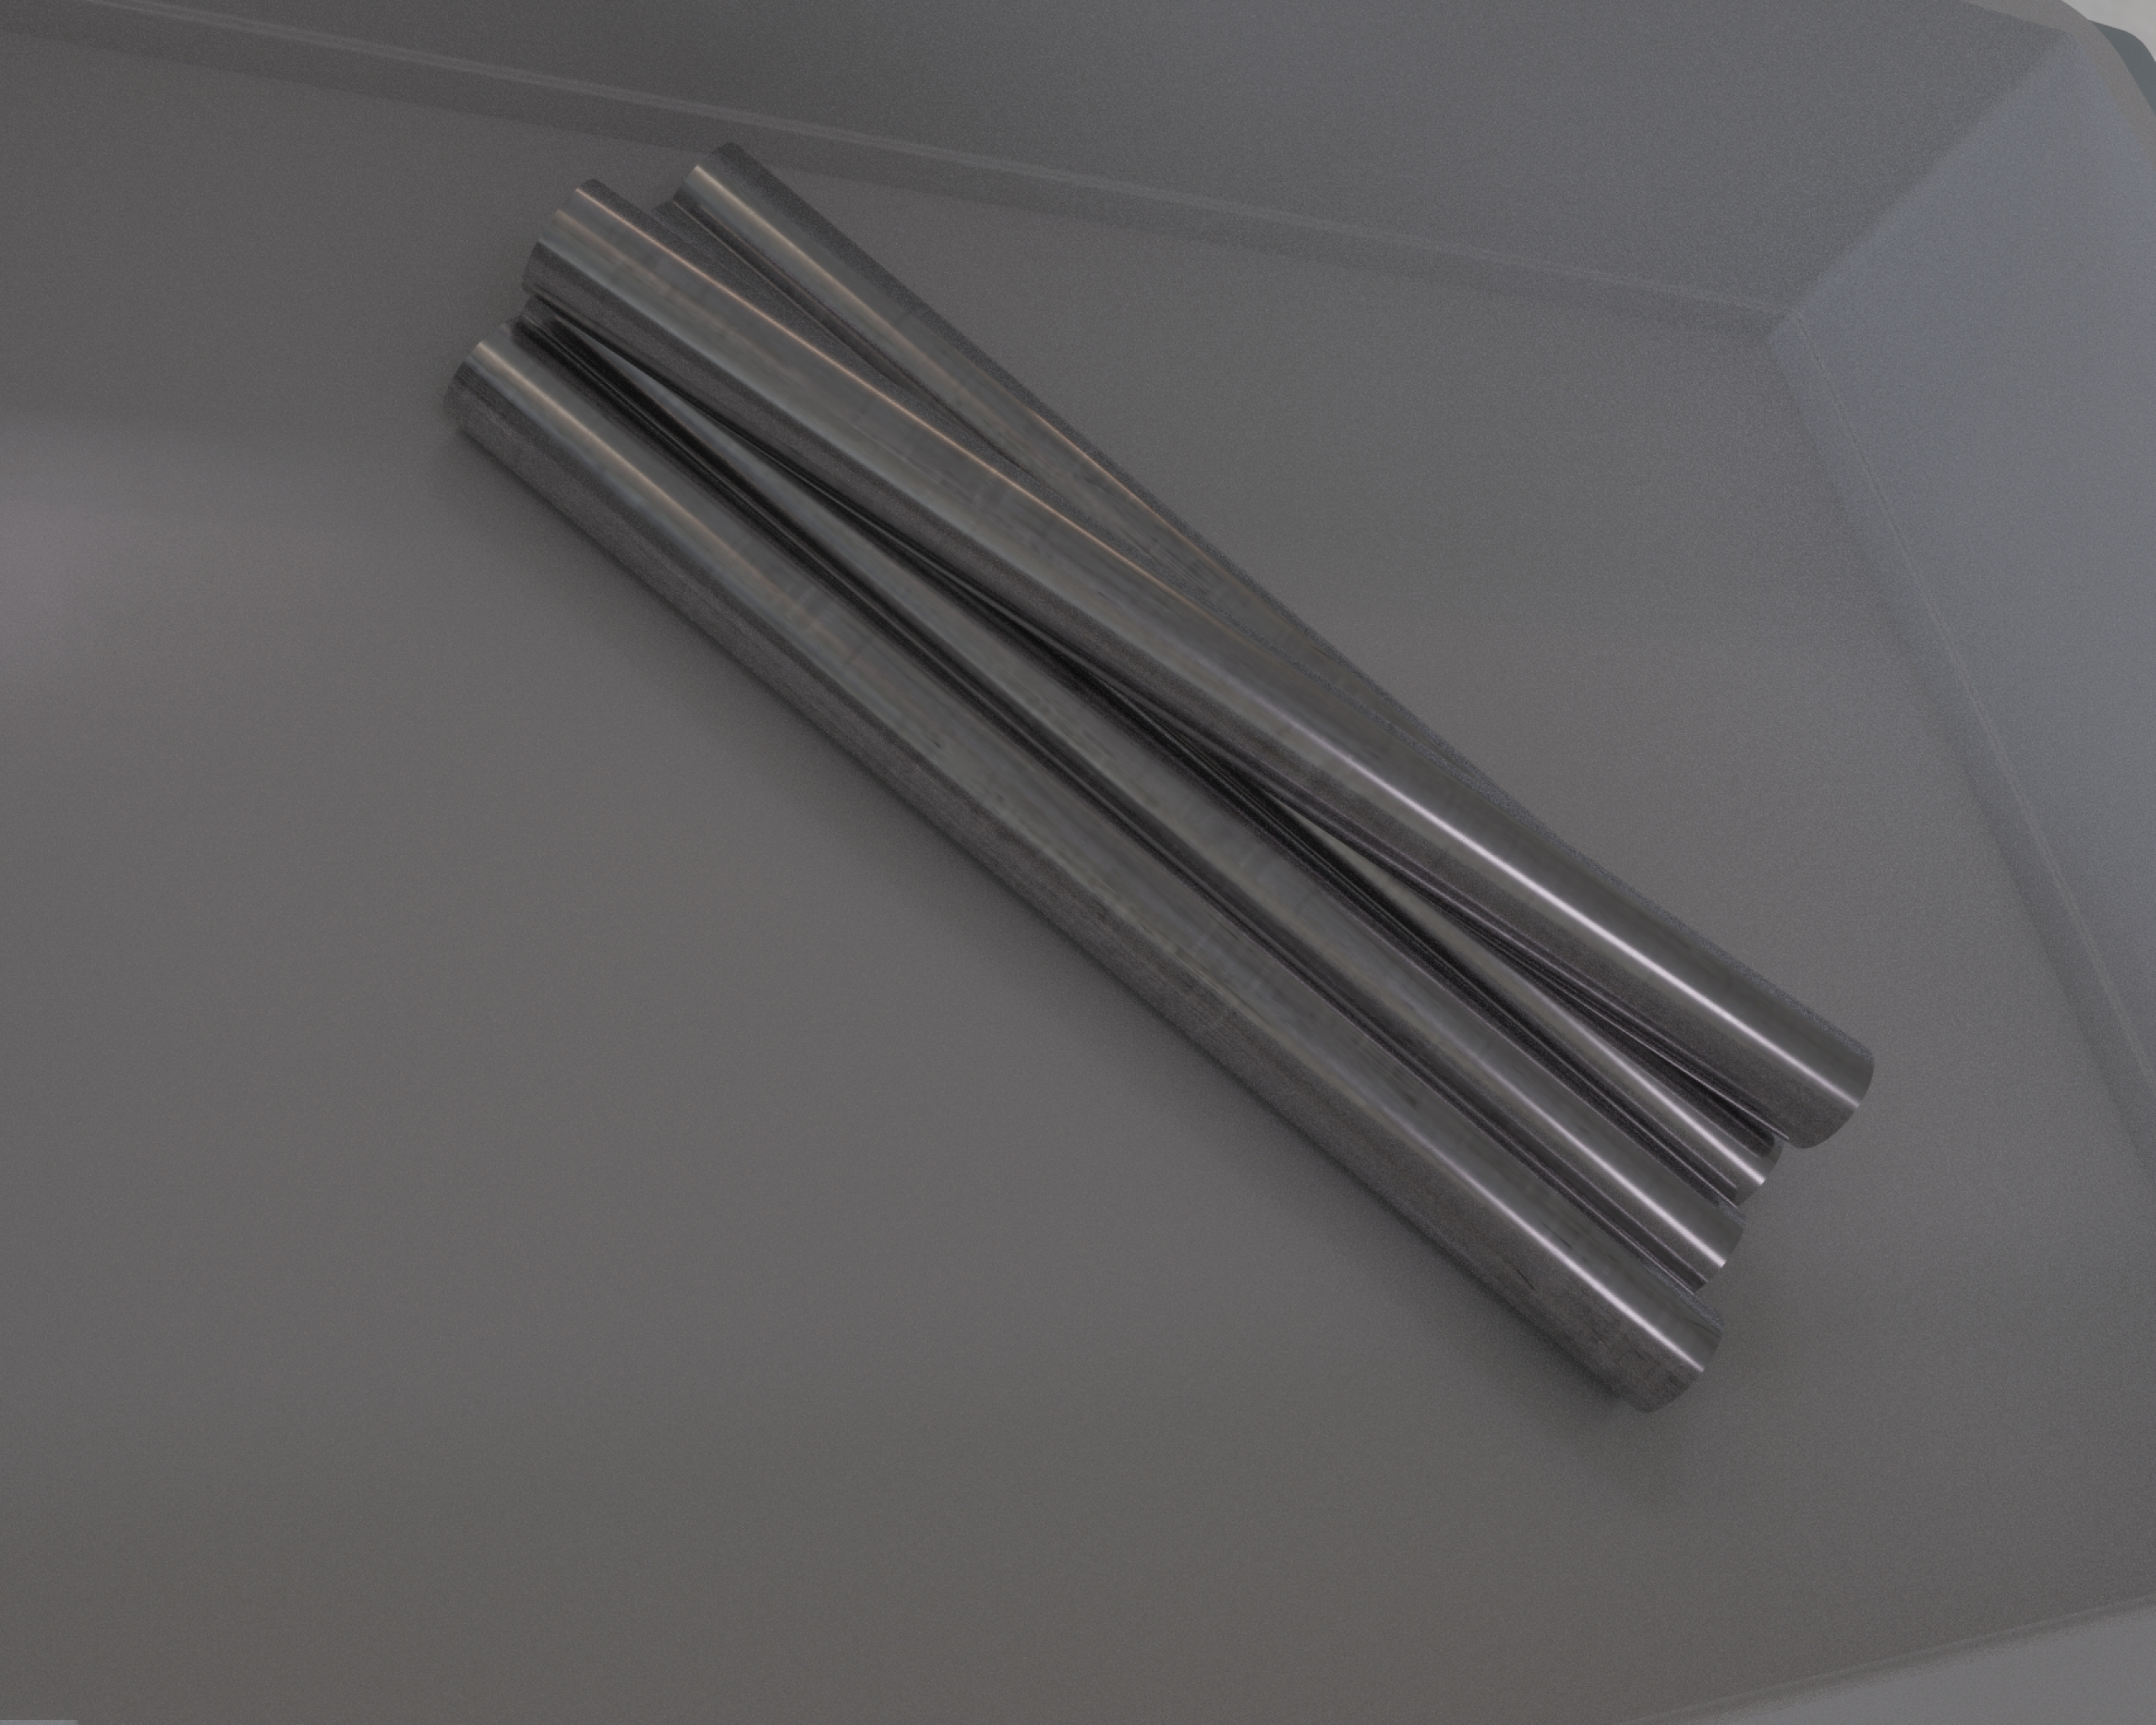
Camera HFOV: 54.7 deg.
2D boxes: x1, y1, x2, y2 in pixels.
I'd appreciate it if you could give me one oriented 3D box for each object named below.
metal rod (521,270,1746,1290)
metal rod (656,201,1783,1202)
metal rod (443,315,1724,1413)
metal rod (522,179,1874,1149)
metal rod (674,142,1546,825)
[{"bbox_3d":[0.011,-0.017,0.420,0.300,0.025,0.025,40,51,-1],"label":"metal rod"},{"bbox_3d":[0.024,-0.031,0.435,0.300,0.025,0.025,40,51,-1],"label":"metal rod"},{"bbox_3d":[0.002,0.001,0.404,0.300,0.025,0.025,40,51,-1],"label":"metal rod"},{"bbox_3d":[0.028,-0.035,0.407,0.301,0.025,0.025,33,51,-6],"label":"metal rod"},{"bbox_3d":[0.034,-0.048,0.451,0.300,0.025,0.025,40,51,-1],"label":"metal rod"}]
